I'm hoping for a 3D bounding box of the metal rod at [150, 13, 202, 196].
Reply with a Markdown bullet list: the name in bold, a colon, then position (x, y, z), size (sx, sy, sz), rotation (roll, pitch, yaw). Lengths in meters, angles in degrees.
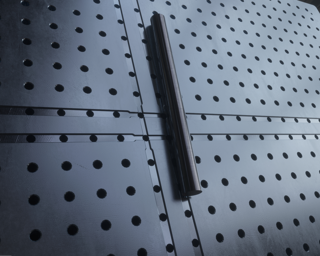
- **metal rod**: position (0.018, -0.051, 0.450), size (0.025, 0.025, 0.299), rotation (5, 59, -26)
